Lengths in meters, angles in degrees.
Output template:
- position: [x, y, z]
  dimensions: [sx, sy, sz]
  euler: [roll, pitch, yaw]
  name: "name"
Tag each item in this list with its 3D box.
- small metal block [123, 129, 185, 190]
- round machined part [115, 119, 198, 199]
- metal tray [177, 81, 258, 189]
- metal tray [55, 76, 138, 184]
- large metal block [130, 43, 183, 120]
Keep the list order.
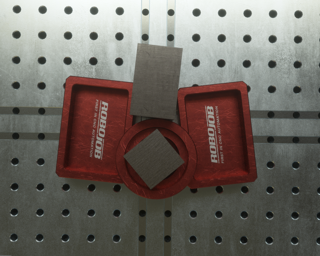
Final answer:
- position: [-0.007, 0.036, 0.367]
  dimensions: [0.050, 0.025, 0.050]
  euler: [-39, 90, 0]
  name: "small metal block"
- position: [-0.004, 0.037, 0.392]
  dimensions: [0.099, 0.042, 0.097]
  euler: [0, 90, 0]
  name: "round machined part"
- position: [0.072, 0.009, 0.407]
  dimensions: [0.091, 0.030, 0.129]
  euler: [-6, 90, 0]
  name: "metal tray"
- position: [-0.081, 0.002, 0.406]
  dimensions: [0.091, 0.030, 0.129]
  euler: [6, 90, 0]
  name: "metal tray"
- position: [-0.004, -0.052, 0.382]
  dimensions: [0.050, 0.080, 0.080]
  euler: [6, 90, 0]
  name: "large metal block"
